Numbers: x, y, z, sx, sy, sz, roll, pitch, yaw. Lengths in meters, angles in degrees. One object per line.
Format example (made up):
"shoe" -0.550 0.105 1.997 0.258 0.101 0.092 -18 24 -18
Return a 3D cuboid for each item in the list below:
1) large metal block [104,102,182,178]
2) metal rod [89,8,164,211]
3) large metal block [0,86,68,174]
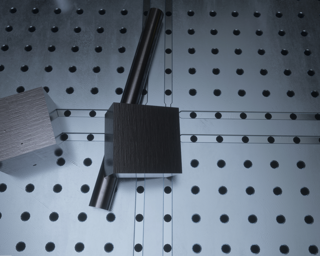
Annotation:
"large metal block" -0.022 0.018 0.375 0.081 0.050 0.080 3 75 -21
"metal rod" -0.040 -0.039 0.425 0.025 0.025 0.299 13 70 4
"large metal block" -0.173 0.004 0.395 0.081 0.050 0.080 -18 71 -7
